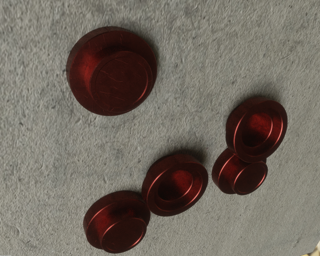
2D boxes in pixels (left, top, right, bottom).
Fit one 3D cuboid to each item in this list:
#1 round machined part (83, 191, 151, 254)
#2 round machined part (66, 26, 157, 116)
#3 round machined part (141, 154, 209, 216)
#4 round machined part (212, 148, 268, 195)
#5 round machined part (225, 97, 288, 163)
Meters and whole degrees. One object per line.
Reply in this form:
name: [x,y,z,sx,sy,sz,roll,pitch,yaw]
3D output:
round machined part: [-0.059,0.143,0.452,0.099,0.042,0.097,-14,124,-21]
round machined part: [-0.047,-0.056,0.335,0.099,0.042,0.097,-14,124,-21]
round machined part: [0.018,0.078,0.454,0.099,0.042,0.097,-14,124,-21]
round machined part: [0.139,0.073,0.517,0.099,0.042,0.097,-14,124,-21]
round machined part: [0.139,0.000,0.465,0.099,0.042,0.097,-10,115,-23]
